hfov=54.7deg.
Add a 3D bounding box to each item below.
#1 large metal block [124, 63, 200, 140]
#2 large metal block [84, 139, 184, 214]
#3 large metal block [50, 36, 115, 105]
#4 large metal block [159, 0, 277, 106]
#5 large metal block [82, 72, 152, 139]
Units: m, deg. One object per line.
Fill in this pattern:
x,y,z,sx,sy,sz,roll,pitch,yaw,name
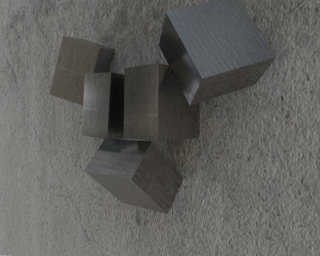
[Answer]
0.004,-0.028,0.365,0.050,0.081,0.079,1,91,40,large metal block
-0.031,0.059,0.386,0.080,0.080,0.050,1,52,40,large metal block
-0.109,-0.083,0.446,0.050,0.080,0.079,18,104,1,large metal block
0.054,-0.079,0.316,0.050,0.081,0.080,108,140,-64,large metal block
-0.054,-0.028,0.413,0.050,0.081,0.079,6,94,39,large metal block
